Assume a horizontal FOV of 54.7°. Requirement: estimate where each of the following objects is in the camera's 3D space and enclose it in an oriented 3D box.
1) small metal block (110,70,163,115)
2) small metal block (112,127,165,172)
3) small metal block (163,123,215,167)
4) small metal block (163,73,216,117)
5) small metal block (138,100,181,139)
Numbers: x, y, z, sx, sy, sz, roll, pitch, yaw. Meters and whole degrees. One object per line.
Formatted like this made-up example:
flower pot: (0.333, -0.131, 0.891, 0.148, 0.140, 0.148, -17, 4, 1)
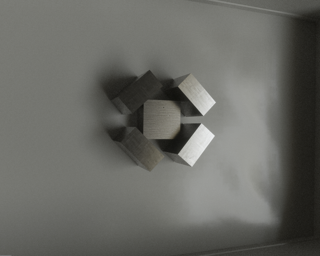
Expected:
small metal block: (-0.030, -0.043, 0.384, 0.050, 0.050, 0.025, -43, 103, -14)
small metal block: (-0.028, 0.025, 0.385, 0.025, 0.050, 0.050, -46, 104, -13)
small metal block: (0.037, 0.021, 0.408, 0.025, 0.050, 0.050, 42, 76, -16)
small metal block: (0.037, -0.042, 0.408, 0.025, 0.050, 0.050, -47, 106, -15)
small metal block: (-0.001, -0.011, 0.408, 0.050, 0.025, 0.050, 1, 90, -20)
